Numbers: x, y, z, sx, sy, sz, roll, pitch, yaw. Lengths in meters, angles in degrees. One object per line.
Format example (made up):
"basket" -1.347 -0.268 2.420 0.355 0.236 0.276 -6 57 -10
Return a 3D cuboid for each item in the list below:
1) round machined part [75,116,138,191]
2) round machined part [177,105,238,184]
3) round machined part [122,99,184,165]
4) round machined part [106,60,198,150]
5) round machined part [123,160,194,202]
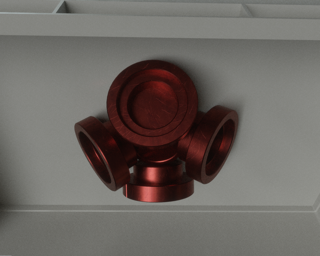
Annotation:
"round machined part" -0.065 0.028 0.394 0.042 0.098 0.097 -31 135 -24
"round machined part" 0.057 0.017 0.388 0.042 0.099 0.097 23 137 28
"round machined part" -0.004 0.010 0.404 0.099 0.042 0.097 -1 130 0
"round machined part" -0.007 -0.024 0.351 0.099 0.098 0.042 -3 168 2
"round machined part" -0.003 0.067 0.428 0.099 0.098 0.042 -1 94 0
